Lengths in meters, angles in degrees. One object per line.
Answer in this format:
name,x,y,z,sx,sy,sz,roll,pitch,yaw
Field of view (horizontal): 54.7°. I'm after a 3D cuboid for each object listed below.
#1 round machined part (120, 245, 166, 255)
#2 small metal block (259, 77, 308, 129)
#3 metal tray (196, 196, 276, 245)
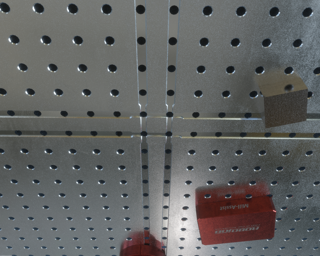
round machined part,-0.037,0.288,0.645,0.099,0.042,0.097,0,130,0
small metal block,0.153,-0.030,0.387,0.050,0.025,0.050,-11,130,9
metal tray,0.134,0.167,0.552,0.131,0.030,0.090,-8,130,7
